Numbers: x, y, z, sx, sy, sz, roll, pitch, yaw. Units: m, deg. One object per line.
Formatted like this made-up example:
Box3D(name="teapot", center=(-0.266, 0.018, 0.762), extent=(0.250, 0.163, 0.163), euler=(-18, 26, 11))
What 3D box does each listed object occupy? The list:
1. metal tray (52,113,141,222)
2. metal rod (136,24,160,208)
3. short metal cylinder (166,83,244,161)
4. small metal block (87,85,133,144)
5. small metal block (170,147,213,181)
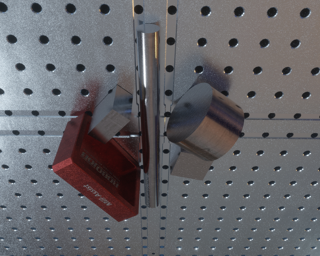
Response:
Box3D(name="metal tray", center=(-0.076, 0.054, 0.413), extent=(0.030, 0.090, 0.130), euler=(-26, 126, 20))
Box3D(name="metal rod", center=(-0.013, 0.010, 0.419), extent=(0.025, 0.025, 0.298), euler=(0, 130, 0))
Box3D(name="short metal cylinder", center=(0.052, -0.007, 0.370), extent=(0.050, 0.080, 0.080), euler=(31, 123, -24))
Box3D(name="small metal block", center=(-0.060, -0.017, 0.379), extent=(0.025, 0.050, 0.050), euler=(34, 122, -26))
Box3D(name="small metal block", center=(0.046, 0.048, 0.454), extent=(0.050, 0.025, 0.050), euler=(12, 129, -10))
